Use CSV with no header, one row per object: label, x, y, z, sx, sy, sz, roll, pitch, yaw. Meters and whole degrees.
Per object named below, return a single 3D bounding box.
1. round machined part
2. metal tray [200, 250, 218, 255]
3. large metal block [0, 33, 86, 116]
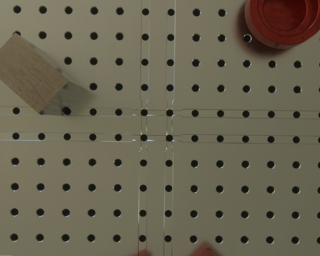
round machined part,0.160,-0.152,0.406,0.099,0.042,0.097,0,90,0
metal tray,0.082,0.241,0.411,0.130,0.030,0.090,45,90,0
large metal block,-0.148,-0.061,0.384,0.080,0.080,0.050,42,90,0
